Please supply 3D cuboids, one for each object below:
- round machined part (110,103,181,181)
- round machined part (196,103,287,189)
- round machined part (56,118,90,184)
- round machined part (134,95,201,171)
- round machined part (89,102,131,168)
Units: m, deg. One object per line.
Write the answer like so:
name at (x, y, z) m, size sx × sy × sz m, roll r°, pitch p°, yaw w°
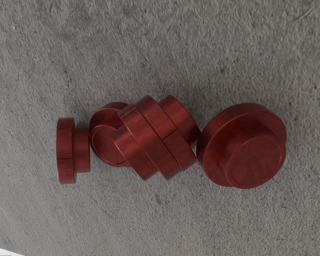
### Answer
round machined part at (-0.021, 0.022, 0.360) m, size 0.042 × 0.098 × 0.098 m, roll -36°, pitch 101°, yaw -4°
round machined part at (0.092, 0.026, 0.329) m, size 0.099 × 0.042 × 0.097 m, roll -9°, pitch 122°, yaw -14°
round machined part at (-0.126, 0.033, 0.459) m, size 0.042 × 0.098 × 0.097 m, roll -2°, pitch 125°, yaw -12°
round machined part at (0.015, 0.000, 0.365) m, size 0.042 × 0.098 × 0.098 m, roll -36°, pitch 101°, yaw -4°
round machined part at (-0.060, 0.016, 0.437) m, size 0.098 × 0.042 × 0.097 m, roll 13°, pitch 124°, yaw 21°
